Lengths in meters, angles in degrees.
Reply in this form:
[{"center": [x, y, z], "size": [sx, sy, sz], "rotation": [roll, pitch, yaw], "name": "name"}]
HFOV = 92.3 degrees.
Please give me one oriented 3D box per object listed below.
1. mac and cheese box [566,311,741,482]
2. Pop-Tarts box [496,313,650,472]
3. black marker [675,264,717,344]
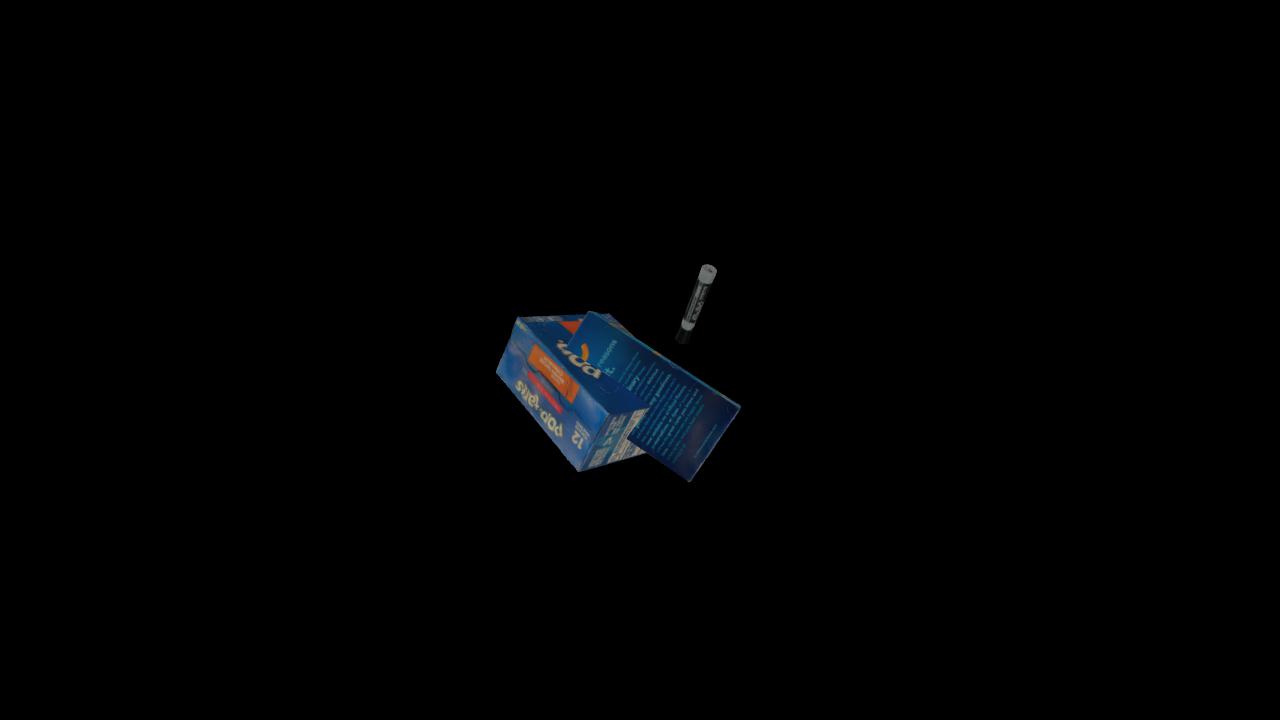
[{"center": [0.002, 0.036, 0.639], "size": [0.184, 0.093, 0.041], "rotation": [34, 8, 10], "name": "mac and cheese box"}, {"center": [-0.049, 0.026, 0.682], "size": [0.141, 0.083, 0.167], "rotation": [-7, 41, -46], "name": "Pop-Tarts box"}, {"center": [0.067, -0.064, 0.754], "size": [0.020, 0.020, 0.121], "rotation": [0, -43, -18], "name": "black marker"}]
